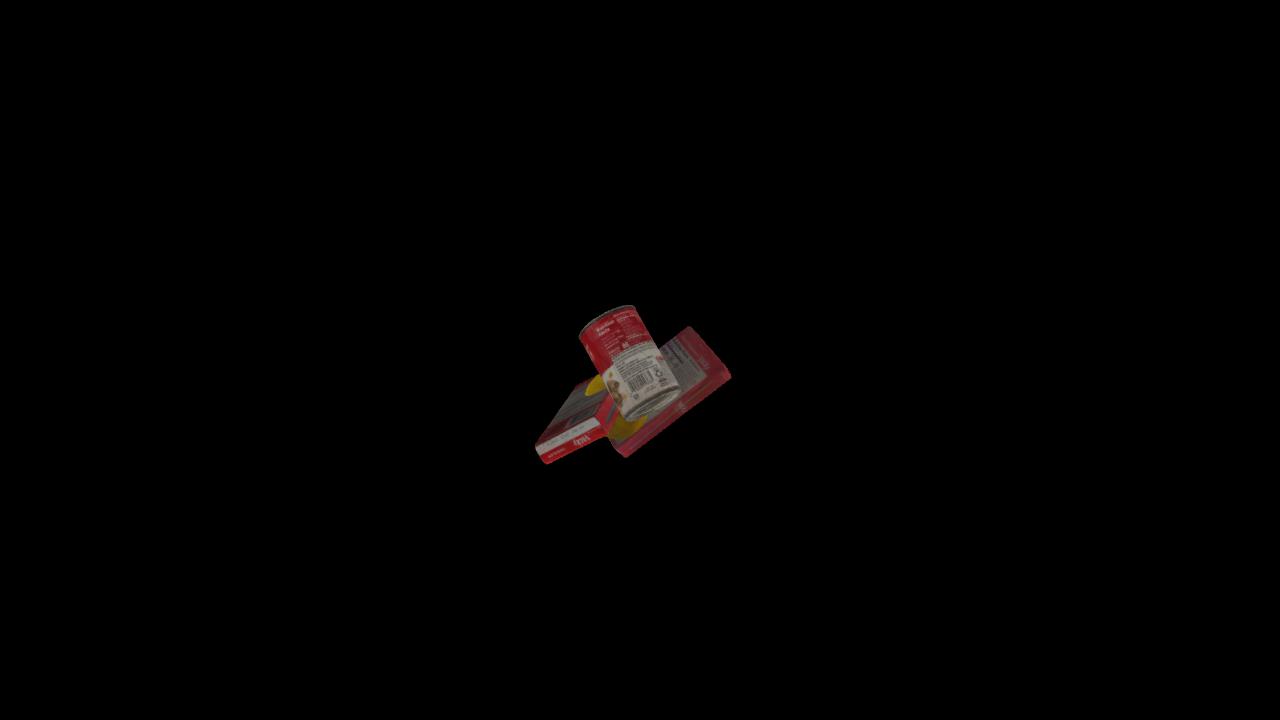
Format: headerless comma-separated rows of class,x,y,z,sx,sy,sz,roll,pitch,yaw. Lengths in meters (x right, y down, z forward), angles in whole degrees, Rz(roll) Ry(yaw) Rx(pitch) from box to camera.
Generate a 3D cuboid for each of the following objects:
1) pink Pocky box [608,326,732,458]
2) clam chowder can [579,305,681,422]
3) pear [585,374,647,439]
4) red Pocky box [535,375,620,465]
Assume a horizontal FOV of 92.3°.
pink Pocky box,0.022,0.035,0.713,0.029,0.155,0.084,50,3,-47
clam chowder can,-0.010,0.004,0.632,0.068,0.102,0.068,-28,-14,-8
pear,-0.012,0.045,0.675,0.080,0.080,0.111,0,-11,-36
red Pocky box,-0.054,0.053,0.685,0.083,0.028,0.155,-29,14,22
